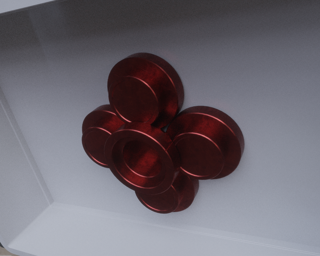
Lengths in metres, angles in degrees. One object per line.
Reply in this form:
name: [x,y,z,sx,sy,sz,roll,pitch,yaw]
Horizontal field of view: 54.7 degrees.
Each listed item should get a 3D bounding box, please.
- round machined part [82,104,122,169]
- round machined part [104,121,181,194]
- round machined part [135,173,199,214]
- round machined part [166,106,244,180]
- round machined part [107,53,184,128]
round machined part: [-0.072,0.019,0.444,0.098,0.042,0.097,13,124,21]
round machined part: [-0.019,0.034,0.399,0.098,0.042,0.097,13,124,21]
round machined part: [0.002,0.083,0.445,0.098,0.042,0.097,12,122,20]
round machined part: [0.051,0.025,0.384,0.098,0.042,0.097,13,124,21]
round machined part: [-0.024,-0.039,0.382,0.098,0.042,0.097,13,124,21]
